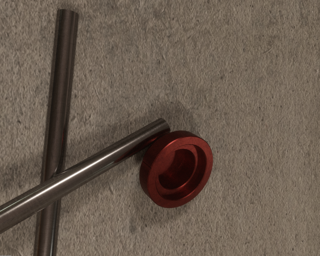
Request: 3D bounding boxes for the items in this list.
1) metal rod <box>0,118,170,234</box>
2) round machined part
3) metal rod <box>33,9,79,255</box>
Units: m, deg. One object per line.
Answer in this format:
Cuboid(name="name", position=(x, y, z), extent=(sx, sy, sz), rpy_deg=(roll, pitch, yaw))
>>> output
Cuboid(name="metal rod", position=(-0.110, 0.064, 0.342), extent=(0.302, 0.025, 0.025), rpy_deg=(-30, 100, -28))
Cuboid(name="round machined part", position=(0.016, 0.049, 0.395), extent=(0.099, 0.042, 0.097), rpy_deg=(-13, 116, -29))
Cuboid(name="metal rod", position=(-0.122, 0.012, 0.364), extent=(0.025, 0.025, 0.298), rpy_deg=(6, 88, -20))
